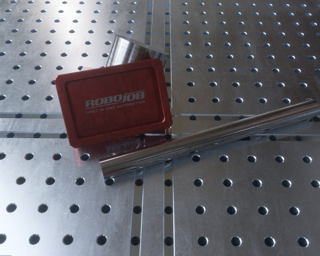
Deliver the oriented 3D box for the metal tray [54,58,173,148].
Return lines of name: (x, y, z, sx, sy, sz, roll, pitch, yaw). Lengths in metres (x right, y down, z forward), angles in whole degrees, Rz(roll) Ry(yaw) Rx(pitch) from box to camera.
metal tray: (-0.056, -0.033, 0.393, 0.131, 0.089, 0.030, -12, 10, -11)

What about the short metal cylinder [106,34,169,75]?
short metal cylinder: (-0.033, -0.097, 0.447, 0.080, 0.050, 0.080, 19, 17, -6)

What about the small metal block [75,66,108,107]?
small metal block: (-0.098, -0.062, 0.458, 0.050, 0.025, 0.050, 11, 51, 9)

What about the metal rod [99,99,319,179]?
metal rod: (0.073, 0.010, 0.399, 0.302, 0.025, 0.025, -15, 52, -13)
